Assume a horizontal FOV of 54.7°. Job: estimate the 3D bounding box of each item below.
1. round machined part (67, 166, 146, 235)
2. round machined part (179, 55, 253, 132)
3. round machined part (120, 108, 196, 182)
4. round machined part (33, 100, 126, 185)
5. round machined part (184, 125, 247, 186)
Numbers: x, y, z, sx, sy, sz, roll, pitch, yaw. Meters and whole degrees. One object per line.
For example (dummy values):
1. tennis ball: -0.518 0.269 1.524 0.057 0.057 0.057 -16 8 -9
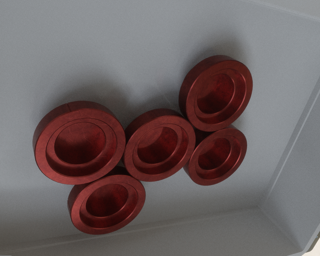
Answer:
1. round machined part: -0.072 0.090 0.410 0.099 0.042 0.097 -14 124 -21
2. round machined part: 0.067 -0.047 0.402 0.099 0.042 0.097 -14 124 -21
3. round machined part: -0.007 0.018 0.401 0.099 0.042 0.097 -14 124 -21
4. round machined part: -0.092 0.013 0.352 0.099 0.042 0.097 -14 124 -21
5. round machined part: 0.075 0.033 0.456 0.099 0.042 0.097 -14 124 -21
